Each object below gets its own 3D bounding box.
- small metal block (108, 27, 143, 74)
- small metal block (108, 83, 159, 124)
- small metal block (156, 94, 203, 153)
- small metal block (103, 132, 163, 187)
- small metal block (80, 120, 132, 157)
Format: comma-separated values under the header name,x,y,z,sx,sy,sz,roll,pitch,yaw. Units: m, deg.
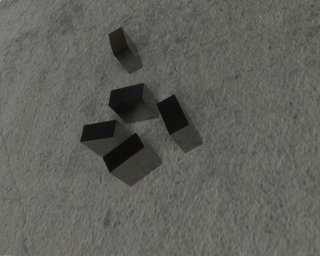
name,x,y,z,sx,sy,sz,roll,pitch,yaw
small metal block,-0.054,-0.122,0.489,0.025,0.050,0.050,-27,53,11
small metal block,-0.034,-0.032,0.424,0.050,0.050,0.025,-10,58,23
small metal block,0.024,-0.005,0.377,0.025,0.050,0.050,-30,52,9
small metal block,-0.032,0.040,0.379,0.050,0.050,0.025,-37,51,3
small metal block,-0.068,0.015,0.413,0.050,0.050,0.025,-9,58,23
